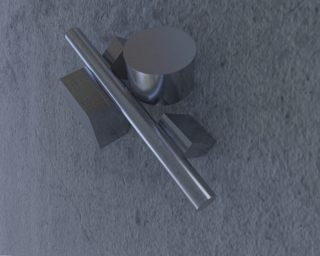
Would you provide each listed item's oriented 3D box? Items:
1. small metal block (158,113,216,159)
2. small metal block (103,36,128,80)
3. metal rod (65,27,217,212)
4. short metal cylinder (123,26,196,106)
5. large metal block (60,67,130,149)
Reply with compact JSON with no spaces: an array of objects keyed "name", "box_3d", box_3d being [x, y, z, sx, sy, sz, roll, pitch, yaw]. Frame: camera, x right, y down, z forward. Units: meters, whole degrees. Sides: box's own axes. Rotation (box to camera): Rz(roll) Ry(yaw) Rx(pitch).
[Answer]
[{"name":"small metal block","box_3d":[0.029,0.009,0.361,0.050,0.050,0.025,48,119,29]},{"name":"small metal block","box_3d":[-0.051,-0.095,0.430,0.050,0.050,0.025,-46,63,30]},{"name":"metal rod","box_3d":[-0.038,-0.029,0.371,0.300,0.025,0.025,51,120,27]},{"name":"short metal cylinder","box_3d":[0.001,-0.072,0.360,0.080,0.080,0.050,46,159,30]},{"name":"large metal block","box_3d":[-0.090,-0.030,0.439,0.080,0.050,0.080,48,159,28]}]
